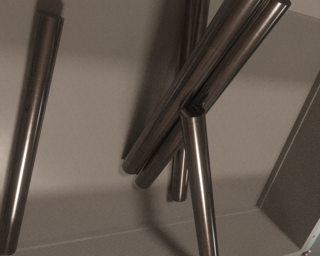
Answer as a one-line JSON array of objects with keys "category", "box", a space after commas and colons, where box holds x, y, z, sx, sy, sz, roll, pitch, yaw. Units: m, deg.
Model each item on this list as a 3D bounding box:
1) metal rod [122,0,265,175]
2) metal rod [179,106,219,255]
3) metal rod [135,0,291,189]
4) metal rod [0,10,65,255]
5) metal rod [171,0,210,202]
[{"category": "metal rod", "box": [0.018, -0.031, 0.315, 0.025, 0.025, 0.298, -1, 146, -29]}, {"category": "metal rod", "box": [0.055, 0.113, 0.375, 0.025, 0.025, 0.298, -20, 120, -17]}, {"category": "metal rod", "box": [0.033, -0.012, 0.342, 0.025, 0.025, 0.298, 0, 143, -29]}, {"category": "metal rod", "box": [-0.150, 0.025, 0.342, 0.025, 0.025, 0.298, 6, 115, -32]}, {"category": "metal rod", "box": [0.037, -0.018, 0.419, 0.025, 0.025, 0.298, -11, 124, -23]}]
